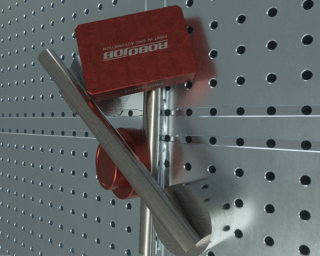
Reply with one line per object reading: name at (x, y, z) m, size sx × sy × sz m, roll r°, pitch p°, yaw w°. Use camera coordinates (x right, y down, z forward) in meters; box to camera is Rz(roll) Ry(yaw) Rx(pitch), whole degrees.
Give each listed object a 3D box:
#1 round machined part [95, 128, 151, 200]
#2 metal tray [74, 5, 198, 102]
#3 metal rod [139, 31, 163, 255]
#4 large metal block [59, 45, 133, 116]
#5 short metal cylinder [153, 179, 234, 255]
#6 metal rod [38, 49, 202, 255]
round machined part at (-0.056, 0.048, 0.421) m, size 0.098 × 0.042 × 0.097 m, roll -1°, pitch 89°, yaw 57°
metal tray at (-0.029, -0.091, 0.376) m, size 0.131 × 0.030 × 0.090 m, roll -13°, pitch 79°, yaw -4°
metal rod at (-0.011, 0.020, 0.417) m, size 0.025 × 0.025 × 0.298 m, roll 3°, pitch 92°, yaw 39°
large metal block at (-0.083, -0.065, 0.441) m, size 0.050 × 0.081 × 0.080 m, roll 49°, pitch 119°, yaw 28°
short metal cylinder at (0.038, 0.103, 0.361) m, size 0.080 × 0.050 × 0.079 m, roll 0°, pitch 90°, yaw 39°
metal rod at (-0.059, 0.013, 0.364) m, size 0.300 × 0.025 × 0.025 m, roll 50°, pitch 119°, yaw 19°
